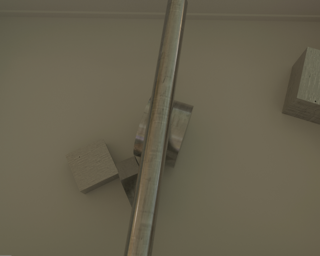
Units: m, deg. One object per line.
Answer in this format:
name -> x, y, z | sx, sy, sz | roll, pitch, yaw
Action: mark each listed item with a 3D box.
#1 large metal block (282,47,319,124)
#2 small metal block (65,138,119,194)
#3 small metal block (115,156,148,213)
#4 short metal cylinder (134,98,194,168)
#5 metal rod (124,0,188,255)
large metal block -> 0.222, -0.052, 0.418 | 0.080, 0.050, 0.080 | 18, 71, 6
small metal block -> -0.084, 0.048, 0.391 | 0.050, 0.025, 0.050 | -25, 72, -9
small metal block -> -0.029, 0.067, 0.361 | 0.025, 0.050, 0.050 | -22, 109, -8
short metal cylinder -> 0.005, 0.004, 0.379 | 0.050, 0.080, 0.080 | 18, 71, 6
metal rod -> 0.000, -0.016, 0.330 | 0.025, 0.025, 0.299 | 8, 70, 2
